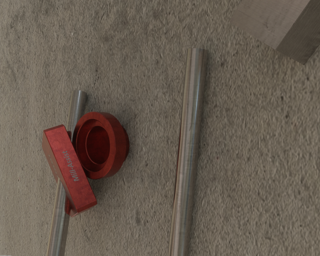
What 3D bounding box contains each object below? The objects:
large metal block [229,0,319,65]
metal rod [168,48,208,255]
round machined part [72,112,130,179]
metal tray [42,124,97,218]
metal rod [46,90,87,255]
[{"bbox_3d":[0.120,-0.108,0.270,0.050,0.081,0.080,45,117,30],"label":"large metal block"},{"bbox_3d":[0.031,0.056,0.377,0.025,0.025,0.298,9,95,39],"label":"metal rod"},{"bbox_3d":[-0.084,0.025,0.461,0.098,0.042,0.097,0,90,39],"label":"round machined part"},{"bbox_3d":[-0.144,0.069,0.481,0.130,0.030,0.090,64,152,10],"label":"metal tray"},{"bbox_3d":[-0.144,0.086,0.475,0.025,0.025,0.299,-8,71,39],"label":"metal rod"}]
